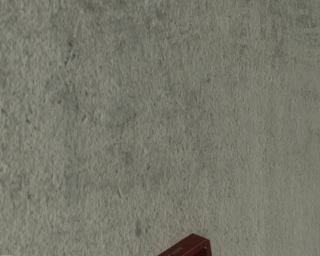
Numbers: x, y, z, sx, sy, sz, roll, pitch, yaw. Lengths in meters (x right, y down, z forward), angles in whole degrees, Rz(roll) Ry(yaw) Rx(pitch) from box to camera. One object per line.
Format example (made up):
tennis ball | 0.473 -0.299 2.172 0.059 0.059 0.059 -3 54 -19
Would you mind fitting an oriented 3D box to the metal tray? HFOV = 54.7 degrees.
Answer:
metal tray | 0.020 0.215 0.421 0.131 0.030 0.089 -17 101 -39
